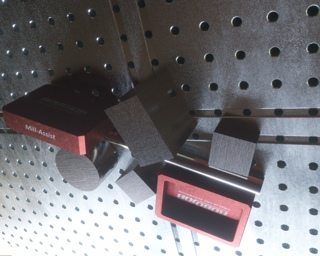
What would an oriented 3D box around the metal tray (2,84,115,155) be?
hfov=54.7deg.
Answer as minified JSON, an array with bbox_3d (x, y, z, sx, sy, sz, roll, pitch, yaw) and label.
[{"bbox_3d":[-0.134,-0.017,0.428,0.130,0.090,0.030,17,125,18],"label":"metal tray"}]

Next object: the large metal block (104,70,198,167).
[{"bbox_3d":[-0.007,-0.013,0.373,0.050,0.080,0.080,-20,108,36],"label":"large metal block"}]

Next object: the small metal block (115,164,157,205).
[{"bbox_3d":[-0.033,0.086,0.483,0.050,0.025,0.050,48,129,-6],"label":"small metal block"}]

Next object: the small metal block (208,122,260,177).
[{"bbox_3d":[0.090,0.026,0.380,0.050,0.025,0.050,16,125,19],"label":"small metal block"}]

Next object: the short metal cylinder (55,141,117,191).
[{"bbox_3d":[-0.115,0.052,0.487,0.080,0.050,0.079,13,124,21],"label":"short metal cylinder"}]

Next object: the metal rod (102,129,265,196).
[{"bbox_3d":[-0.009,0.029,0.434,0.301,0.025,0.025,18,126,17],"label":"metal rod"}]

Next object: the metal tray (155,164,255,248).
[{"bbox_3d":[0.060,0.109,0.443,0.130,0.030,0.089,17,126,18],"label":"metal tray"}]
